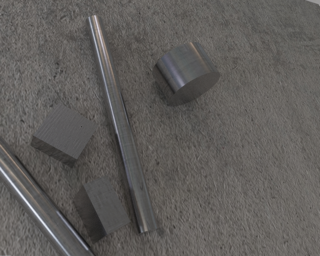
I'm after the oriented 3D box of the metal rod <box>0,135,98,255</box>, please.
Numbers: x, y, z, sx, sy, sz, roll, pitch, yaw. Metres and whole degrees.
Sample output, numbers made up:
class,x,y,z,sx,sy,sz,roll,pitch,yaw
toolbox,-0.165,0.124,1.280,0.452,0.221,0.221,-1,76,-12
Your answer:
class,x,y,z,sx,sy,sz,roll,pitch,yaw
metal rod,-0.069,0.127,0.288,0.300,0.025,0.025,49,51,6

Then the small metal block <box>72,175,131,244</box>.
class,x,y,z,sx,sy,sz,roll,pitch,yaw
small metal block,-0.060,0.081,0.306,0.025,0.050,0.050,-20,73,-36

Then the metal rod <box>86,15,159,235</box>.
class,x,y,z,sx,sy,sz,roll,pitch,yaw
metal rod,-0.054,-0.021,0.387,0.025,0.025,0.299,-3,63,-30

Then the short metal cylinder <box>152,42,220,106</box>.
class,x,y,z,sx,sy,sz,roll,pitch,yaw
short metal cylinder,0.036,-0.074,0.433,0.081,0.080,0.050,-18,72,-35

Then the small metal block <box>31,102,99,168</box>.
class,x,y,z,sx,sy,sz,roll,pitch,yaw
small metal block,-0.105,0.008,0.343,0.050,0.025,0.050,31,52,-9
